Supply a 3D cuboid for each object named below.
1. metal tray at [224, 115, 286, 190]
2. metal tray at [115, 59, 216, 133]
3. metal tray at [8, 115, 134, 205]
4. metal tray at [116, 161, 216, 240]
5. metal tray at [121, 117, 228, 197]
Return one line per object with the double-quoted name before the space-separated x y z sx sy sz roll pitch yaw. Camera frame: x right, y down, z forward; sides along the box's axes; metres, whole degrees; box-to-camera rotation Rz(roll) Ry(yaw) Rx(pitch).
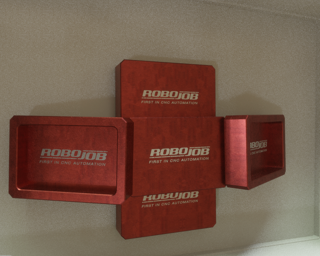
"metal tray" 0.133 0.027 0.422 0.131 0.030 0.089 -3 92 -49
"metal tray" 0.009 -0.039 0.408 0.131 0.030 0.089 -1 90 -21
"metal tray" -0.096 0.032 0.338 0.131 0.030 0.089 1 91 9
"metal tray" 0.009 0.090 0.408 0.131 0.030 0.089 -1 90 -21
"metal tray" 0.019 0.032 0.381 0.131 0.030 0.089 -1 90 -21
